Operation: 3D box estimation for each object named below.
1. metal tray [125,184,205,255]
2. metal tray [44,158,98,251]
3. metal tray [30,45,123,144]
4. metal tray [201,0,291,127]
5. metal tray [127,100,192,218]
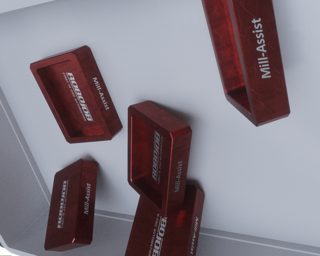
[{"bbox_3d":[0.006,0.143,0.428,0.090,0.130,0.030,-4,147,30],"label":"metal tray"},{"bbox_3d":[-0.142,0.124,0.499,0.030,0.130,0.090,25,140,-39],"label":"metal tray"},{"bbox_3d":[-0.118,-0.042,0.441,0.090,0.030,0.129,-6,116,31],"label":"metal tray"},{"bbox_3d":[0.073,-0.076,0.279,0.030,0.090,0.129,-19,112,1],"label":"metal tray"},{"bbox_3d":[-0.005,0.040,0.404,0.090,0.030,0.129,34,132,42],"label":"metal tray"}]
